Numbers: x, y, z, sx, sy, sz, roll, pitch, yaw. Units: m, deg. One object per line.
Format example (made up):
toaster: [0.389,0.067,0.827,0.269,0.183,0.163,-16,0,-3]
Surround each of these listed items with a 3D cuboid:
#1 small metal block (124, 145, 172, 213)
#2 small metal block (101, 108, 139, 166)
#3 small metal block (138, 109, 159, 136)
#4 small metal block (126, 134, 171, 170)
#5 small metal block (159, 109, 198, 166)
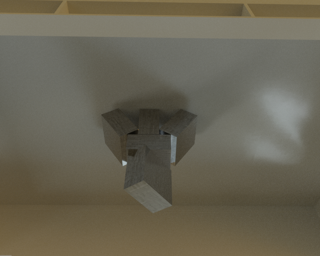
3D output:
small metal block: [-0.012,0.056,0.338,0.025,0.050,0.050,-28,125,22]
small metal block: [-0.050,0.011,0.395,0.025,0.050,0.050,-23,136,-25]
small metal block: [-0.014,0.010,0.398,0.025,0.050,0.050,1,130,-1]
small metal block: [-0.013,0.035,0.369,0.050,0.025,0.050,0,130,-1]
small metal block: [0.023,0.012,0.398,0.025,0.050,0.050,24,135,25]
